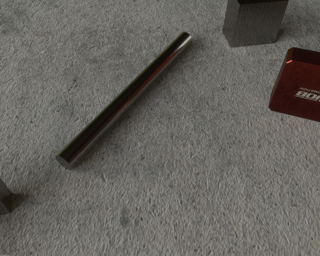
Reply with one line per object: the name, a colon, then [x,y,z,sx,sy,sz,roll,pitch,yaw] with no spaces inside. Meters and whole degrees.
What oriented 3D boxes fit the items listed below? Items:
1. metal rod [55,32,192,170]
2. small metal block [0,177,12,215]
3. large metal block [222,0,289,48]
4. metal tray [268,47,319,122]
metal rod: [-0.035,-0.056,0.449,0.025,0.025,0.301,26,54,19]
small metal block: [-0.191,0.073,0.324,0.050,0.050,0.025,-11,51,-9]
large metal block: [0.159,-0.189,0.528,0.081,0.080,0.050,-7,51,-6]
metal tray: [0.220,-0.048,0.404,0.131,0.089,0.030,15,52,12]
